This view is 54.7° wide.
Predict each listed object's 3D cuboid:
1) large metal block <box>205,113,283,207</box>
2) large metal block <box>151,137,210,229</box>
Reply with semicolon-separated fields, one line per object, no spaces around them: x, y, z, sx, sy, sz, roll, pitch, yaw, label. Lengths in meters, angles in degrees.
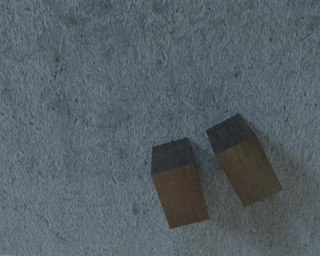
0.104;0.038;0.395;0.050;0.080;0.080;-28;108;10;large metal block
0.025;0.069;0.406;0.050;0.080;0.080;-16;110;6;large metal block
